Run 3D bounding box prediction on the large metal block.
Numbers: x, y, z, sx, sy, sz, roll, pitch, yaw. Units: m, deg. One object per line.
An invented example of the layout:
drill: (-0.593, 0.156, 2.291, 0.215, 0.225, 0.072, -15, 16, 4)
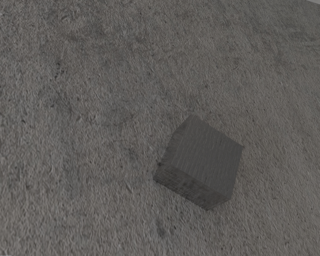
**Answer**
large metal block: (0.049, 0.043, 0.387, 0.080, 0.050, 0.080, 32, 52, -8)
